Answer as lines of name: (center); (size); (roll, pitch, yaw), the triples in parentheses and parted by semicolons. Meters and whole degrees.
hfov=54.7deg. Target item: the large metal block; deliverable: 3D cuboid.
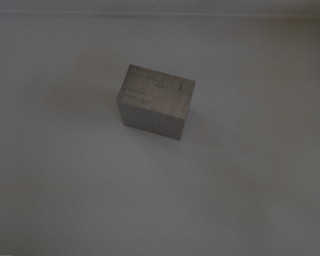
large metal block: (-0.004, -0.029, 0.391); (0.080, 0.080, 0.050); (15, 71, 5)
